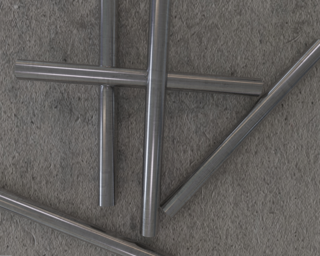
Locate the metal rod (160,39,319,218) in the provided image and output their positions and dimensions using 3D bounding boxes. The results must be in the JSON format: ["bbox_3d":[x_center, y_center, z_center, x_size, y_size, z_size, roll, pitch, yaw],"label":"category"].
[{"bbox_3d":[0.111,0.000,0.410,0.025,0.025,0.300,43,90,0],"label":"metal rod"}]

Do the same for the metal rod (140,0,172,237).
[{"bbox_3d":[-0.007,-0.007,0.377,0.025,0.025,0.298,3,103,0],"label":"metal rod"}]

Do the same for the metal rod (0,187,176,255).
[{"bbox_3d":[-0.119,0.128,0.408,0.301,0.025,0.025,22,90,0],"label":"metal rod"}]

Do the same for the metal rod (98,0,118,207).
[{"bbox_3d":[-0.069,-0.049,0.409,0.025,0.025,0.298,0,90,0],"label":"metal rod"}]

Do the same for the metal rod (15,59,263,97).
[{"bbox_3d":[-0.019,-0.062,0.390,0.302,0.025,0.025,3,90,-8],"label":"metal rod"}]
